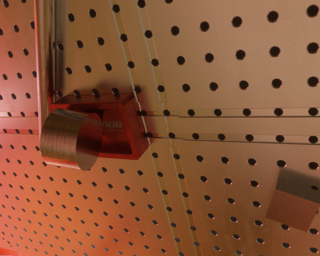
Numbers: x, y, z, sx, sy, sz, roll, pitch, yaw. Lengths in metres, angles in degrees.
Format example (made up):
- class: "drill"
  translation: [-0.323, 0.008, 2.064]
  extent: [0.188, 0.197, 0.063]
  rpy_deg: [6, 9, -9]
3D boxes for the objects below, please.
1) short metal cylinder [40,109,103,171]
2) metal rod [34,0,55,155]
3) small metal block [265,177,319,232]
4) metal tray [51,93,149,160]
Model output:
- class: "short metal cylinder"
  translation: [-0.119, 0.015, 0.426]
  extent: [0.050, 0.080, 0.079]
  rpy_deg: [8, 123, 12]
- class: "metal rod"
  translation: [-0.166, -0.075, 0.452]
  extent: [0.025, 0.025, 0.298]
  rpy_deg: [24, 127, 13]
- class: "small metal block"
  translation: [0.164, 0.094, 0.383]
  extent: [0.050, 0.025, 0.050]
  rpy_deg: [17, 125, 18]
- class: "metal tray"
  translation: [-0.088, -0.002, 0.453]
  extent: [0.130, 0.030, 0.089]
  rpy_deg: [1, 119, 27]
